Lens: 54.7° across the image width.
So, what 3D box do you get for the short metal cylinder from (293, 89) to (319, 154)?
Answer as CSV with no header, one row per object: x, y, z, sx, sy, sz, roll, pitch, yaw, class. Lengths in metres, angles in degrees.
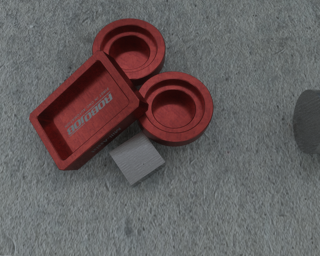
0.207,-0.008,0.384,0.050,0.080,0.080,1,70,0,short metal cylinder

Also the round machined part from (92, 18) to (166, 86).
-0.042,-0.101,0.436,0.099,0.042,0.098,0,70,-1,round machined part

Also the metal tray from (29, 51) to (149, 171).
-0.090,-0.020,0.384,0.130,0.030,0.090,-40,73,11,metal tray

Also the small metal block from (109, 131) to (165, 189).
-0.028,0.040,0.393,0.050,0.025,0.050,-33,74,-12,small metal block

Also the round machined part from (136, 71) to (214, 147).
0.017,-0.022,0.406,0.099,0.042,0.098,1,68,-2,round machined part
